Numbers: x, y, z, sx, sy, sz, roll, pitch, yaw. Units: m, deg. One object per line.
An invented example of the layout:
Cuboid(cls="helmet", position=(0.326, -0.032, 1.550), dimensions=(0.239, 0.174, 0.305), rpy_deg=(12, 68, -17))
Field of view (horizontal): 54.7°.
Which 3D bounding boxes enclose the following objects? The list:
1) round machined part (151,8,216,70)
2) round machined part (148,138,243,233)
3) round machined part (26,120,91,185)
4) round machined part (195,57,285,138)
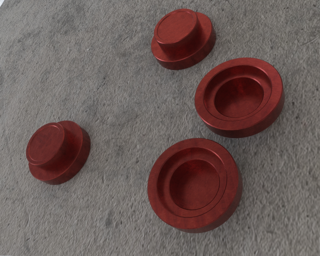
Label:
Cuboid(cls="round machined part", position=(0.030, -0.138, 0.462), dimensions=(0.098, 0.042, 0.098), rpy_deg=(-13, 56, 21))
Cuboid(cls="round machined part", position=(0.040, 0.063, 0.333), dimensions=(0.098, 0.042, 0.098), rpy_deg=(-13, 56, 21))
Cuboid(cls="round machined part", position=(-0.156, 0.030, 0.456), dimensions=(0.098, 0.042, 0.098), rpy_deg=(-13, 56, 21))
Cuboid(cls="round machined part", position=(0.094, -0.031, 0.363), dimensions=(0.098, 0.042, 0.098), rpy_deg=(-13, 56, 21))
